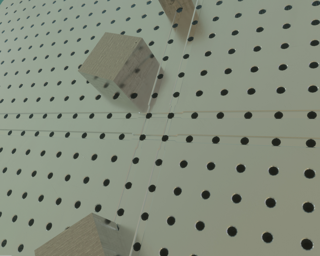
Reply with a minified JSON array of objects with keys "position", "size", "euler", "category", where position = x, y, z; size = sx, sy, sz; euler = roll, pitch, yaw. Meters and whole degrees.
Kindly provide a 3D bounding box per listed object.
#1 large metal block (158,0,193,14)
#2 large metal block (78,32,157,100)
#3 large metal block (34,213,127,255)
[{"position":[0.015,-0.256,0.521],"size":[0.050,0.080,0.080],"euler":[-15,56,19],"category":"large metal block"},{"position":[-0.066,-0.099,0.486],"size":[0.080,0.050,0.080],"euler":[20,72,35],"category":"large metal block"},{"position":[-0.082,0.154,0.339],"size":[0.080,0.050,0.080],"euler":[-34,52,5],"category":"large metal block"}]
